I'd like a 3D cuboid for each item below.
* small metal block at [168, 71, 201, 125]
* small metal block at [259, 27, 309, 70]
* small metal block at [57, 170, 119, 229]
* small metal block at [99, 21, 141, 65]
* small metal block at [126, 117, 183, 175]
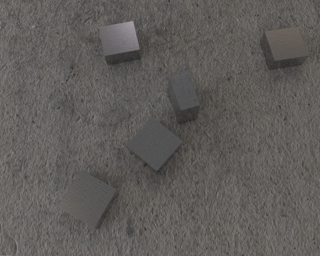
[{"bbox_3d":[0.030,-0.039,0.409,0.025,0.050,0.050,-16,71,-6],"label":"small metal block"},{"bbox_3d":[0.180,-0.116,0.452,0.050,0.025,0.050,-9,70,-4],"label":"small metal block"},{"bbox_3d":[-0.085,0.087,0.376,0.050,0.025,0.050,27,72,9],"label":"small metal block"},{"bbox_3d":[-0.058,-0.124,0.453,0.050,0.025,0.050,-12,71,-5],"label":"small metal block"},{"bbox_3d":[-0.007,0.023,0.399,0.050,0.025,0.050,39,74,13],"label":"small metal block"}]
